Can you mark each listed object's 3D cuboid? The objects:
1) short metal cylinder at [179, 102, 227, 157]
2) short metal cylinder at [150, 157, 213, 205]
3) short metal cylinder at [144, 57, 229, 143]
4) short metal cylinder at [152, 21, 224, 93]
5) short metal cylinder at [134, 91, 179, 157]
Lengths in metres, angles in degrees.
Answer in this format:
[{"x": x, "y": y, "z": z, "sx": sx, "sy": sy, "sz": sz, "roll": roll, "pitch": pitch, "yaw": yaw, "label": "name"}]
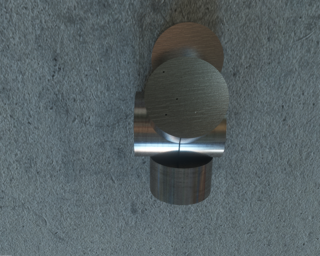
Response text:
[{"x": 0.048, "y": -0.004, "z": 0.380, "sx": 0.050, "sy": 0.080, "sz": 0.079, "roll": 0, "pitch": 110, "yaw": 0, "label": "short metal cylinder"}, {"x": 0.027, "y": 0.056, "z": 0.403, "sx": 0.081, "sy": 0.080, "sz": 0.050, "roll": 0, "pitch": 110, "yaw": -1, "label": "short metal cylinder"}, {"x": 0.025, "y": -0.026, "z": 0.318, "sx": 0.081, "sy": 0.050, "sz": 0.080, "roll": 0, "pitch": 82, "yaw": -1, "label": "short metal cylinder"}, {"x": 0.031, "y": -0.084, "z": 0.368, "sx": 0.081, "sy": 0.050, "sz": 0.079, "roll": 0, "pitch": 110, "yaw": -1, "label": "short metal cylinder"}, {"x": -0.004, "y": -0.005, "z": 0.380, "sx": 0.050, "sy": 0.080, "sz": 0.079, "roll": 1, "pitch": 110, "yaw": -1, "label": "short metal cylinder"}]
